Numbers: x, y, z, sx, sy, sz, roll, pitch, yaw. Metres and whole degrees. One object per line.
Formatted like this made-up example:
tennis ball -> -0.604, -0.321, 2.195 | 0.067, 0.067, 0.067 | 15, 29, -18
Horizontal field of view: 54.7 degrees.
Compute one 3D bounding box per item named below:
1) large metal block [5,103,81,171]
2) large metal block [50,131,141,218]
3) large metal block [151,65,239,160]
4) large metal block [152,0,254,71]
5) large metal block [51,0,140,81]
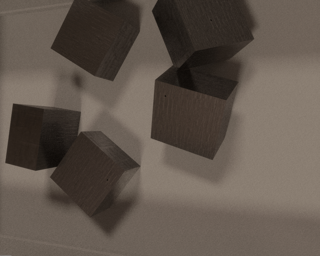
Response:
large metal block -> -0.162, 0.011, 0.437 | 0.050, 0.080, 0.079 | 10, 93, 19
large metal block -> -0.089, 0.060, 0.427 | 0.080, 0.050, 0.080 | 40, 102, 15
large metal block -> 0.039, -0.020, 0.365 | 0.080, 0.050, 0.079 | 19, 127, 18
large metal block -> 0.048, -0.120, 0.358 | 0.081, 0.050, 0.080 | -17, 82, -25
large metal block -> -0.089, -0.122, 0.427 | 0.080, 0.050, 0.080 | 33, 100, 16
